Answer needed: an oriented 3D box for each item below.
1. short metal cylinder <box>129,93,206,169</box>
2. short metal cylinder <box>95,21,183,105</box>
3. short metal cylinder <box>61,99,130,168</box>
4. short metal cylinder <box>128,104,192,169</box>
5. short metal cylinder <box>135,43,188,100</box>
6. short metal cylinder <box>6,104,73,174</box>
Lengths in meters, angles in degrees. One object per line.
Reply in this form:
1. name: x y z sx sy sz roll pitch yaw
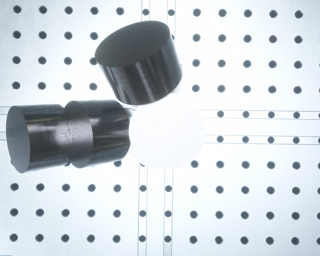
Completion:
1. short metal cylinder: 0.008 0.003 0.349 0.081 0.050 0.079 0 90 0
2. short metal cylinder: -0.021 -0.070 0.329 0.080 0.080 0.050 -24 133 0
3. short metal cylinder: -0.080 0.005 0.378 0.050 0.080 0.080 -7 90 -42
4. short metal cylinder: -0.002 0.009 0.400 0.081 0.050 0.079 0 90 0
5. short metal cylinder: -0.006 -0.071 0.400 0.081 0.050 0.079 0 90 0
6. short metal cylinder: -0.148 0.011 0.378 0.050 0.080 0.080 -8 90 -42
